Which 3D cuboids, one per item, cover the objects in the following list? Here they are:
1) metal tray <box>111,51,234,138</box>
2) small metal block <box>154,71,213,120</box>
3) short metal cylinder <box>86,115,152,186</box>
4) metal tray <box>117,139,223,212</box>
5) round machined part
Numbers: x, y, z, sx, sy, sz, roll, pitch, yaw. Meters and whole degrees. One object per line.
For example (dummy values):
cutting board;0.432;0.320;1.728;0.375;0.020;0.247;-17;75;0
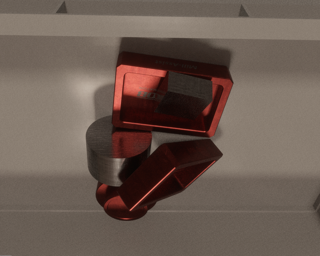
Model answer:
metal tray;0.011;-0.037;0.374;0.131;0.030;0.089;7;130;-7
small metal block;0.025;-0.035;0.349;0.050;0.025;0.050;11;154;-14
short metal cylinder;-0.052;0.027;0.396;0.081;0.080;0.050;4;130;-4
metal tray;0.018;0.056;0.396;0.090;0.030;0.131;-47;157;24
round machined part;-0.053;0.111;0.492;0.099;0.042;0.097;-1;130;0
